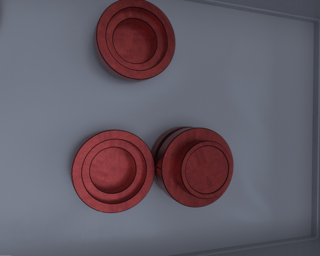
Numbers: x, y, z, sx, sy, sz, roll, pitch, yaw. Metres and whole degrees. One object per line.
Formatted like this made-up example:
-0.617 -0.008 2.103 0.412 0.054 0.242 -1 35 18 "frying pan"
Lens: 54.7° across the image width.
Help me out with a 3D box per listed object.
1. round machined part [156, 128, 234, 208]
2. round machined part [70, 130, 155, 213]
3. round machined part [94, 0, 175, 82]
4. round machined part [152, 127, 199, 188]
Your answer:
0.048 0.048 0.376 0.099 0.042 0.097 0 90 -20 "round machined part"
-0.059 0.051 0.380 0.099 0.042 0.097 0 90 -21 "round machined part"
-0.034 -0.107 0.390 0.099 0.042 0.097 0 90 -21 "round machined part"
0.039 0.047 0.417 0.099 0.042 0.097 0 90 -21 "round machined part"
